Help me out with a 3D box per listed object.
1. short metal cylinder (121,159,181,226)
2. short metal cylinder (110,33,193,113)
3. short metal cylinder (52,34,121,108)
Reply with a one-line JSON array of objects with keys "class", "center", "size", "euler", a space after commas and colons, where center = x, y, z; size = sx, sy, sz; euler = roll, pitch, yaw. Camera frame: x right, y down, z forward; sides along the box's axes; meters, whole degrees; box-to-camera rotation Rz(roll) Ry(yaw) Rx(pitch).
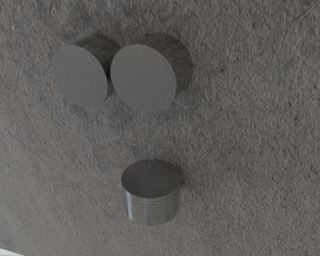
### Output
[{"class": "short metal cylinder", "center": [-0.012, 0.088, 0.432], "size": [0.080, 0.080, 0.050], "euler": [13, 124, 21]}, {"class": "short metal cylinder", "center": [-0.009, -0.063, 0.356], "size": [0.080, 0.050, 0.079], "euler": [13, 124, 21]}, {"class": "short metal cylinder", "center": [-0.087, -0.072, 0.392], "size": [0.080, 0.050, 0.079], "euler": [13, 124, 21]}]
